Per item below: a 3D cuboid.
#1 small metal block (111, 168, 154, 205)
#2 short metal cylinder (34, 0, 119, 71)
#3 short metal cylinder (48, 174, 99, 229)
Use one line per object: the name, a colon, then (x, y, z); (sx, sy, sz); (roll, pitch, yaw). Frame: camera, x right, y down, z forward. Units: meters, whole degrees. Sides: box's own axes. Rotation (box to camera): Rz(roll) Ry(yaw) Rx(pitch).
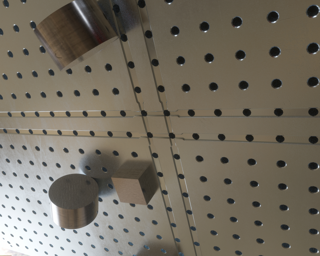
small metal block: (-0.043, 0.093, 0.491); (0.050, 0.025, 0.050); (-1, 118, 29)
short metal cylinder: (-0.095, -0.108, 0.359); (0.080, 0.080, 0.050); (-22, 106, 36)
short metal cylinder: (-0.146, 0.124, 0.530); (0.080, 0.080, 0.050); (20, 126, 16)
